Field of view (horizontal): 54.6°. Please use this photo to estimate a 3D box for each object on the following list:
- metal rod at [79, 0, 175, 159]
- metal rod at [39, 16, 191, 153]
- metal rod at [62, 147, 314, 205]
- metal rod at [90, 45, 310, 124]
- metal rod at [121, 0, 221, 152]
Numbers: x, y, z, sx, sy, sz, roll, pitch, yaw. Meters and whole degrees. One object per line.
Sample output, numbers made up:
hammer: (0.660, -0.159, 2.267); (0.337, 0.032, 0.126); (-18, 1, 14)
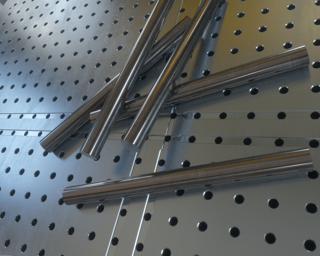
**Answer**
metal rod: (-0.037, -0.094, 0.452); (0.025, 0.025, 0.300); (11, 67, 33)
metal rod: (-0.065, -0.068, 0.485); (0.300, 0.025, 0.025); (-40, 51, 0)
metal rod: (0.014, 0.061, 0.363); (0.300, 0.025, 0.025); (-12, 57, 21)
metal rod: (0.038, -0.050, 0.419); (0.300, 0.025, 0.025); (-15, 56, 19)
metal rod: (0.028, -0.098, 0.429); (0.025, 0.025, 0.300); (10, 59, 32)
